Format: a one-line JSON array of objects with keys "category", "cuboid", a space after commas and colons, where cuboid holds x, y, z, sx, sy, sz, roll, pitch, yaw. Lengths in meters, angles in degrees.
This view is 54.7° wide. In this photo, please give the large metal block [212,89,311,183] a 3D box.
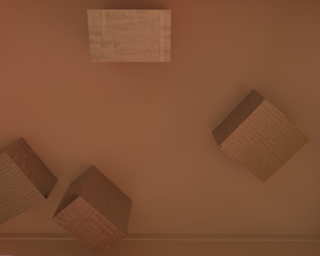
[{"category": "large metal block", "cuboid": [0.129, 0.010, 0.404, 0.080, 0.050, 0.080, 38, 105, -13]}]

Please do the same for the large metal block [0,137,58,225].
[{"category": "large metal block", "cuboid": [-0.204, 0.072, 0.422, 0.080, 0.050, 0.080, -30, 108, 10]}]

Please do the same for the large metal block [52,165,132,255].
[{"category": "large metal block", "cuboid": [-0.087, 0.110, 0.421, 0.050, 0.080, 0.080, -40, 106, 13]}]

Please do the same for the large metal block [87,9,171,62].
[{"category": "large metal block", "cuboid": [-0.030, -0.104, 0.343, 0.081, 0.080, 0.050, 0, 110, -1]}]
